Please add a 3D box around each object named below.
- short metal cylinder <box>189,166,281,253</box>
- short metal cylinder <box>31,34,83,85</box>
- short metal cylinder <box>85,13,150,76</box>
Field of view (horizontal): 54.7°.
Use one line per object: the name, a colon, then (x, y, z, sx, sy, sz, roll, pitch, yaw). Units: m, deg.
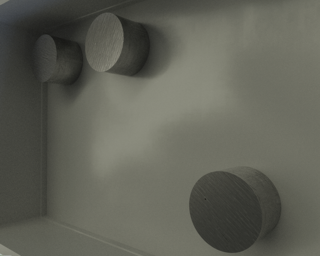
short metal cylinder: (0.078, 0.083, 0.326, 0.080, 0.050, 0.080, 0, 90, 40)
short metal cylinder: (-0.180, -0.117, 0.539, 0.080, 0.050, 0.080, 0, 90, 40)
short metal cylinder: (-0.061, -0.117, 0.441, 0.080, 0.050, 0.080, 0, 90, 40)
